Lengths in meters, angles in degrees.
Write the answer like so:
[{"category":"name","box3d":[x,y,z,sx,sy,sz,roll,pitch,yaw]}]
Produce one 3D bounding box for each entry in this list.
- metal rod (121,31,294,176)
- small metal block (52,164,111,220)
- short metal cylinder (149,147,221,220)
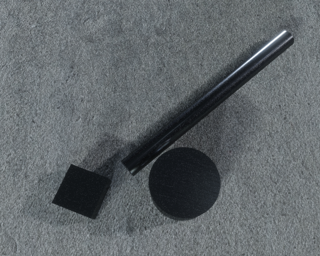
[{"category":"metal rod","box3d":[0.073,-0.041,0.423,0.301,0.025,0.025,-39,75,-13]},{"category":"small metal block","box3d":[-0.094,0.078,0.379,0.050,0.025,0.050,20,71,7]},{"category":"short metal cylinder","box3d":[0.028,0.068,0.370,0.081,0.050,0.080,0,70,0]}]
